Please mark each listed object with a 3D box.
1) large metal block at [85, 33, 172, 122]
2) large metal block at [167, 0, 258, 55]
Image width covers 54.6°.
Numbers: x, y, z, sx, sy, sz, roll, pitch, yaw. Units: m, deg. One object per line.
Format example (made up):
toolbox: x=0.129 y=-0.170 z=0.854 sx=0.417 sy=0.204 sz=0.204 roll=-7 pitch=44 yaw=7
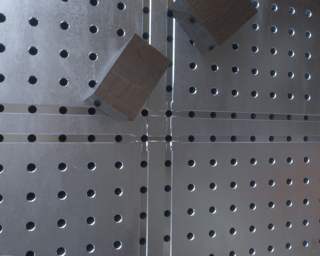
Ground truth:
large metal block: x=-0.041 y=-0.055 z=0.368 sx=0.050 sy=0.080 sz=0.080 roll=35 pitch=79 yaw=-17
large metal block: x=0.072 y=-0.162 z=0.425 sx=0.080 sy=0.050 sz=0.080 roll=-43 pitch=104 yaw=-15
